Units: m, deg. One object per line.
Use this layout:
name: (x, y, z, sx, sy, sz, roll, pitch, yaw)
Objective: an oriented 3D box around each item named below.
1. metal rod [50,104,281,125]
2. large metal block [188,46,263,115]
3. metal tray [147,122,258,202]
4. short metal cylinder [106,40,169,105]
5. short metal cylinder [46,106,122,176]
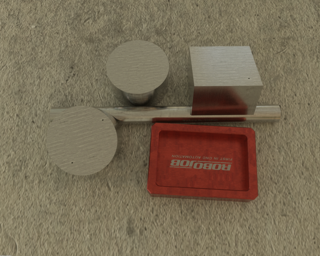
metal rod: (0.008, -0.018, 0.417, 0.302, 0.025, 0.025, -1, 70, -1)
large metal block: (0.080, -0.063, 0.406, 0.081, 0.050, 0.080, -1, 49, -1)
metal tray: (0.052, 0.043, 0.390, 0.131, 0.030, 0.090, 3, 70, 1)
short metal cylinder: (-0.029, -0.071, 0.422, 0.081, 0.050, 0.080, 0, 69, 0)
short metal cylinder: (-0.089, 0.014, 0.377, 0.081, 0.050, 0.079, 0, 91, -1)
